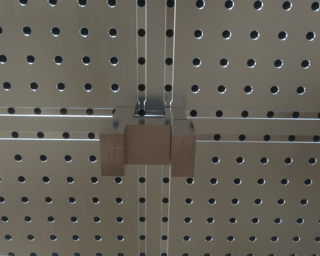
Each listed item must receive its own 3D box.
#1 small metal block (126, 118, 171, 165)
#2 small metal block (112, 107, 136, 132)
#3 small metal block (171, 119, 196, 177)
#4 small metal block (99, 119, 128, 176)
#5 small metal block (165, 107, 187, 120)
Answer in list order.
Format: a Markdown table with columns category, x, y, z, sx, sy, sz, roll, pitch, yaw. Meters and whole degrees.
| category | x | y | z | sx | sy | sz | roll | pitch | yaw |
| --- | --- | --- | --- | --- | --- | --- | --- | --- | --- |
| small metal block | -0.013 | 0.016 | 0.366 | 0.050 | 0.025 | 0.050 | 1 | 110 | -1 |
| small metal block | -0.046 | 0.004 | 0.400 | 0.025 | 0.050 | 0.050 | 1 | 110 | -1 |
| small metal block | 0.025 | 0.022 | 0.354 | 0.025 | 0.050 | 0.050 | 1 | 110 | 0 |
| small metal block | -0.051 | 0.021 | 0.353 | 0.025 | 0.050 | 0.050 | 1 | 110 | 0 |
| small metal block | 0.020 | 0.004 | 0.401 | 0.025 | 0.050 | 0.050 | -1 | 110 | 0 |
